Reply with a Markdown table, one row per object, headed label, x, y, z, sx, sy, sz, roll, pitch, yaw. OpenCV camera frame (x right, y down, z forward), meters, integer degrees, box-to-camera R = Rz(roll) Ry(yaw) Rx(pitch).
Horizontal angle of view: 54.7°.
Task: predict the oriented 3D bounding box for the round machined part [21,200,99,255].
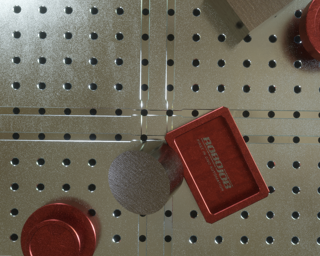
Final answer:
| label | x | y | z | sx | sy | sz | roll | pitch | yaw |
| --- | --- | --- | --- | --- | --- | --- | --- | --- | --- |
| round machined part | -0.133 | 0.147 | 0.404 | 0.099 | 0.042 | 0.097 | 0 | 90 | 0 |

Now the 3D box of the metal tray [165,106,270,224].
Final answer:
| label | x | y | z | sx | sy | sz | roll | pitch | yaw |
| --- | --- | --- | --- | --- | --- | --- | --- | --- | --- |
| metal tray | 0.073 | 0.048 | 0.411 | 0.090 | 0.030 | 0.130 | -26 | 90 | 0 |

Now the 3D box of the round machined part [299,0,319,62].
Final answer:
| label | x | y | z | sx | sy | sz | roll | pitch | yaw |
| --- | --- | --- | --- | --- | --- | --- | --- | --- | --- |
| round machined part | 0.231 | -0.130 | 0.407 | 0.099 | 0.042 | 0.097 | 0 | 90 | 0 |

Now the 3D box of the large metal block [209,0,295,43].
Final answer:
| label | x | y | z | sx | sy | sz | roll | pitch | yaw |
| --- | --- | --- | --- | --- | --- | --- | --- | --- | --- |
| large metal block | 0.118 | -0.173 | 0.402 | 0.080 | 0.050 | 0.080 | -36 | 90 | 0 |

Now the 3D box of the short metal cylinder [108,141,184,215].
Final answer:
| label | x | y | z | sx | sy | sz | roll | pitch | yaw |
| --- | --- | --- | --- | --- | --- | --- | --- | --- | --- |
| short metal cylinder | -0.016 | 0.060 | 0.386 | 0.080 | 0.050 | 0.079 | 5 | 103 | 21 |
